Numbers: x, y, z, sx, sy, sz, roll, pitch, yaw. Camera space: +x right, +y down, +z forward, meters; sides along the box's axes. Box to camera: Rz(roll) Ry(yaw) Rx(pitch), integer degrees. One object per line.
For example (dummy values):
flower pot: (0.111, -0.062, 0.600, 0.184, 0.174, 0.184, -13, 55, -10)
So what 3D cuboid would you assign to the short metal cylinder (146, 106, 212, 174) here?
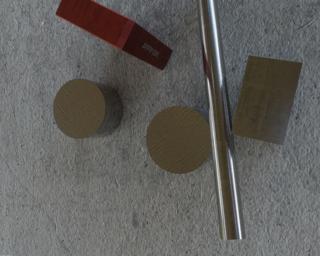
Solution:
short metal cylinder: (0.030, 0.014, 0.385, 0.080, 0.050, 0.079, 0, 90, 20)

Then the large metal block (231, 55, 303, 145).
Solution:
large metal block: (0.116, -0.028, 0.339, 0.050, 0.080, 0.079, 13, 95, 19)

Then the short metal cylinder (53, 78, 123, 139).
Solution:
short metal cylinder: (-0.099, -0.026, 0.430, 0.080, 0.050, 0.079, 0, 90, 20)

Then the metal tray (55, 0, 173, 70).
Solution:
metal tray: (-0.047, -0.111, 0.370, 0.090, 0.130, 0.030, 31, 100, 17)

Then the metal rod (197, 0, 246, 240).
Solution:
metal rod: (0.065, -0.033, 0.350, 0.025, 0.025, 0.299, -9, 74, 20)
